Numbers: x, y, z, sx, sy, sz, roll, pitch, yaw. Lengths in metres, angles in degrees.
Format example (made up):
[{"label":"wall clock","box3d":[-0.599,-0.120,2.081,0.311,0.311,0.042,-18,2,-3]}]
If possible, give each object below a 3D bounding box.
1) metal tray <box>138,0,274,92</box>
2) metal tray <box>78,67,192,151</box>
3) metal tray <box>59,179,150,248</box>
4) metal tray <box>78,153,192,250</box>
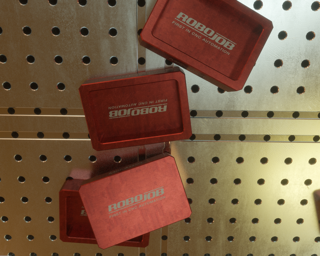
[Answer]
[{"label":"metal tray","box3d":[0.052,-0.109,0.357,0.131,0.030,0.090,26,90,-10]},{"label":"metal tray","box3d":[-0.029,-0.024,0.401,0.131,0.030,0.089,-8,110,2]},{"label":"metal tray","box3d":[-0.078,0.126,0.456,0.131,0.030,0.089,5,110,-3]},{"label":"metal tray","box3d":[-0.032,0.096,0.420,0.131,0.030,0.090,-19,95,-7]}]
